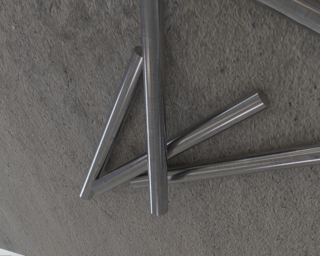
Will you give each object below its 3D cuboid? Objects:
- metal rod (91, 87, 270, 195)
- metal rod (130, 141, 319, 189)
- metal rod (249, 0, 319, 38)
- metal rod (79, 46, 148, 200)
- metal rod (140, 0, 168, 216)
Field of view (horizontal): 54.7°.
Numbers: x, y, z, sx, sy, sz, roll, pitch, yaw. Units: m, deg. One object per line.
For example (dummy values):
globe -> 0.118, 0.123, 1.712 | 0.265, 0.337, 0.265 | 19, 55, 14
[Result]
metal rod -> 0.005, 0.032, 0.414 | 0.299, 0.025, 0.025 | -31, 101, 35
metal rod -> 0.083, 0.050, 0.393 | 0.300, 0.025, 0.025 | -14, 111, 34
metal rod -> 0.036, -0.160, 0.288 | 0.301, 0.025, 0.025 | 32, 129, 7
metal rod -> -0.074, 0.014, 0.454 | 0.025, 0.025, 0.298 | 33, 129, 6
metal rod -> -0.005, -0.029, 0.363 | 0.025, 0.025, 0.298 | 8, 113, 24
